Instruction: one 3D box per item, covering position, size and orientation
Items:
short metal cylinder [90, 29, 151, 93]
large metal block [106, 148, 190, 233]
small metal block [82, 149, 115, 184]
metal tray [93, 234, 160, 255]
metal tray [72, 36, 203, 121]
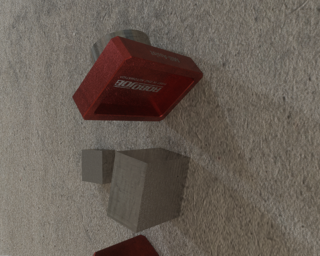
[{"bbox_3d":[-0.045,-0.084,0.406,0.080,0.081,0.050,-29,72,36],"label":"short metal cylinder"},{"bbox_3d":[-0.013,0.071,0.380,0.050,0.081,0.079,16,100,39],"label":"large metal block"},{"bbox_3d":[-0.097,0.059,0.485,0.050,0.025,0.050,-1,90,40],"label":"small metal block"},{"bbox_3d":[-0.021,0.202,0.379,0.130,0.091,0.030,46,118,30],"label":"metal tray"},{"bbox_3d":[-0.021,-0.048,0.354,0.090,0.131,0.030,-47,62,30],"label":"metal tray"}]
